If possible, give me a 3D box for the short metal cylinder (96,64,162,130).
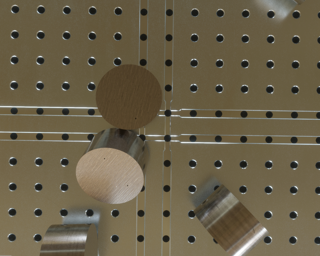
[{"bbox_3d":[-0.038,-0.038,0.400,0.081,0.050,0.079,0,90,-1],"label":"short metal cylinder"}]

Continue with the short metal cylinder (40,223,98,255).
[{"bbox_3d":[-0.110,0.161,0.385,0.050,0.080,0.079,-2,90,0],"label":"short metal cylinder"}]

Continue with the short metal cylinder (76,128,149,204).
[{"bbox_3d":[-0.057,0.047,0.385,0.080,0.050,0.079,2,116,4],"label":"short metal cylinder"}]

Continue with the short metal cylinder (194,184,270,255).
[{"bbox_3d":[0.088,0.117,0.387,0.050,0.080,0.080,-43,91,0],"label":"short metal cylinder"}]

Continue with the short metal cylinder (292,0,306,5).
[{"bbox_3d":[0.185,-0.204,0.388,0.050,0.080,0.080,39,90,-1],"label":"short metal cylinder"}]
